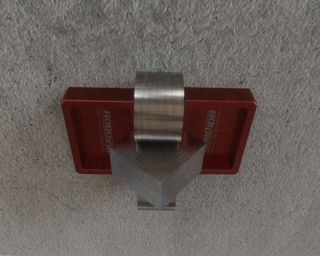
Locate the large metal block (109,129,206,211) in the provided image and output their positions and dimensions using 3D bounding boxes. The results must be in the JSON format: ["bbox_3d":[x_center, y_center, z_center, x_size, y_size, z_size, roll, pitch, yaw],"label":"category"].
[{"bbox_3d":[-0.003,0.039,0.379,0.080,0.080,0.050,30,138,28],"label":"large metal block"}]

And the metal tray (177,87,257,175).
[{"bbox_3d":[0.068,0.008,0.414,0.091,0.030,0.129,1,130,-1],"label":"metal tray"}]

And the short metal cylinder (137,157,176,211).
[{"bbox_3d":[-0.005,0.075,0.436,0.050,0.080,0.079,2,130,-2],"label":"short metal cylinder"}]

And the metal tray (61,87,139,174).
[{"bbox_3d":[-0.073,0.008,0.412,0.091,0.030,0.129,1,130,-1],"label":"metal tray"}]

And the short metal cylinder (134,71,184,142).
[{"bbox_3d":[-0.002,-0.024,0.352,0.050,0.080,0.079,2,130,-2],"label":"short metal cylinder"}]
